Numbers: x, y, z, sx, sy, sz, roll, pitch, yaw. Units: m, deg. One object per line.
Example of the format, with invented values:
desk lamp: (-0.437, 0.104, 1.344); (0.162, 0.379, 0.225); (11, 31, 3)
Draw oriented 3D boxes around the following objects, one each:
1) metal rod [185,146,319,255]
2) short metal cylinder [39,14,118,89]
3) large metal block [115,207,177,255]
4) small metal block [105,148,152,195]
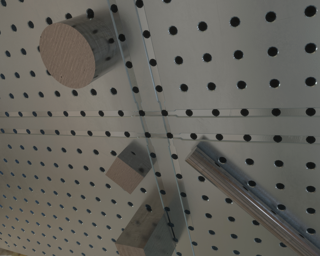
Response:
metal rod: (0.156, 0.130, 0.409); (0.300, 0.025, 0.025); (40, 129, 0)
short metal cylinder: (-0.101, -0.096, 0.387); (0.080, 0.050, 0.079); (13, 124, 20)
large metal block: (-0.020, 0.189, 0.501); (0.050, 0.080, 0.080); (-1, 118, 28)
small metal block: (-0.049, 0.067, 0.477); (0.050, 0.025, 0.050); (38, 129, 2)
